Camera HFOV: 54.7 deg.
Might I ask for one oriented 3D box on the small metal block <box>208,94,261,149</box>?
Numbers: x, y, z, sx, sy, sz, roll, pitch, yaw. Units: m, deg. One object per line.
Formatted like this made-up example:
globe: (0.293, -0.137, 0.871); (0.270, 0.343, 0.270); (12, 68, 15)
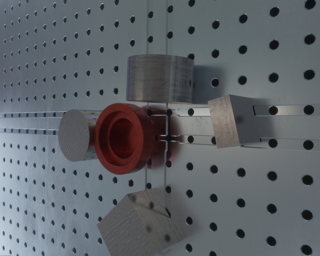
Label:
small metal block: (0.079, -0.006, 0.328); (0.025, 0.050, 0.050); (-17, 80, 39)

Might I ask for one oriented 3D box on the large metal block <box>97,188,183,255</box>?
large metal block: (-0.029, 0.140, 0.417); (0.080, 0.050, 0.080); (-48, 62, 29)

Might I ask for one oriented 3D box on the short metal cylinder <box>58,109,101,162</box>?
short metal cylinder: (-0.116, 0.011, 0.489); (0.080, 0.050, 0.079); (0, 90, 40)

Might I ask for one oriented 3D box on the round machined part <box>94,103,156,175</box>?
round machined part: (-0.045, 0.014, 0.435); (0.098, 0.042, 0.097); (0, 90, 39)

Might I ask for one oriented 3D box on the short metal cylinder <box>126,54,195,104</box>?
short metal cylinder: (0.000, -0.056, 0.373); (0.080, 0.081, 0.050); (5, 93, 40)
